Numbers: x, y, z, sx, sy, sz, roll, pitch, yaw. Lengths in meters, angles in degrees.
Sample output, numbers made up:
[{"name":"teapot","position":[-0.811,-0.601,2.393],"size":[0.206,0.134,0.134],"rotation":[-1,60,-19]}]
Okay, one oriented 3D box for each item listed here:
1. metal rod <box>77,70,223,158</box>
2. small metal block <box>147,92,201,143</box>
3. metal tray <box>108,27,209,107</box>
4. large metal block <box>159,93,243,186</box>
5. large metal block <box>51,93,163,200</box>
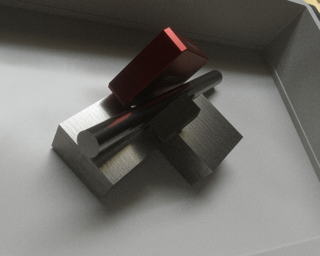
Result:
[{"name":"metal rod","position":[0.014,-0.034,0.386],"size":[0.025,0.025,0.302],"rotation":[49,36,6]},{"name":"small metal block","position":[0.016,-0.009,0.341],"size":[0.050,0.050,0.025],"rotation":[-40,83,-2]},{"name":"metal tray","position":[0.005,-0.068,0.373],"size":[0.030,0.090,0.131],"rotation":[52,19,7]},{"name":"large metal block","position":[0.048,0.014,0.407],"size":[0.080,0.050,0.080],"rotation":[47,51,5]},{"name":"large metal block","position":[-0.058,0.018,0.344],"size":[0.080,0.050,0.080],"rotation":[47,51,5]}]
